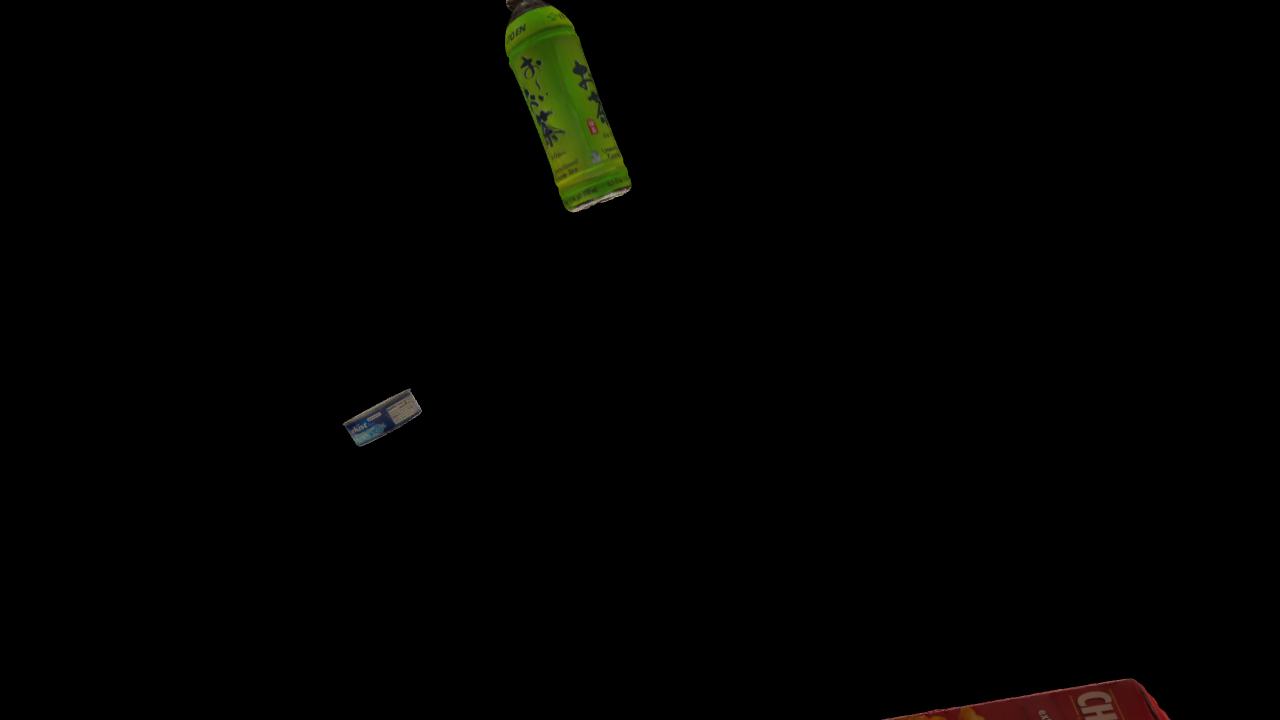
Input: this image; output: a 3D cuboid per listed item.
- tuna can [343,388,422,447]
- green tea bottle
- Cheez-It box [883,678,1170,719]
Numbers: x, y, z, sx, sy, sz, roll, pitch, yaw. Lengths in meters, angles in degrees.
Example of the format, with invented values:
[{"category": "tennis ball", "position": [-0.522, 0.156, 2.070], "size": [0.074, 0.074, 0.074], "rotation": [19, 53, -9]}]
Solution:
[{"category": "tuna can", "position": [-0.305, 0.068, 0.732], "size": [0.084, 0.034, 0.084], "rotation": [-26, 9, 5]}, {"category": "green tea bottle", "position": [-0.075, -0.246, 0.565], "size": [0.073, 0.212, 0.073], "rotation": [-22, 11, 5]}, {"category": "Cheez-It box", "position": [0.252, 0.295, 0.424], "size": [0.223, 0.071, 0.166], "rotation": [-30, -53, 29]}]
